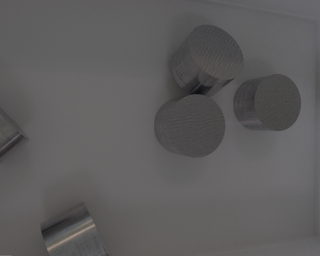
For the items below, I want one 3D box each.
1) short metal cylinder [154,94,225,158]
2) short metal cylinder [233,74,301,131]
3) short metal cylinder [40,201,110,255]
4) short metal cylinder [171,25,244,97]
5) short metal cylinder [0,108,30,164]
[{"bbox_3d":[0.038,-0.003,0.411,0.081,0.050,0.080,0,90,-20],"label":"short metal cylinder"},{"bbox_3d":[0.156,-0.036,0.455,0.081,0.050,0.080,0,90,-20],"label":"short metal cylinder"},{"bbox_3d":[-0.092,0.130,0.348,0.050,0.080,0.080,-26,99,-18],"label":"short metal cylinder"},{"bbox_3d":[0.061,-0.086,0.406,0.081,0.050,0.080,10,65,-21],"label":"short metal cylinder"},{"bbox_3d":[-0.182,-0.001,0.314,0.050,0.080,0.080,-44,104,-15],"label":"short metal cylinder"}]
